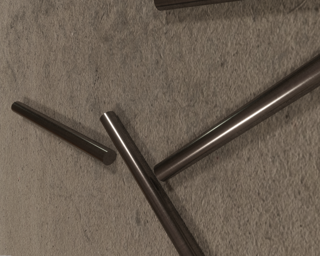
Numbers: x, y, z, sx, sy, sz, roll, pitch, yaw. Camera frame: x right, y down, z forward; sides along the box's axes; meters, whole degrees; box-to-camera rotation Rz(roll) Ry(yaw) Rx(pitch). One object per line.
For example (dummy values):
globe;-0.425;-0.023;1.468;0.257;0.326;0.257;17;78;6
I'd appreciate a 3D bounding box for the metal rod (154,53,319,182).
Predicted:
metal rod;0.101;-0.018;0.320;0.299;0.025;0.025;-38;67;33

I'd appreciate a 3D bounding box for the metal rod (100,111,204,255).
metal rod;-0.002;0.095;0.404;0.025;0.025;0.299;-49;61;28

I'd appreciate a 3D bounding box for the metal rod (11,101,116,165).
metal rod;-0.186;0.000;0.555;0.300;0.025;0.025;22;104;37

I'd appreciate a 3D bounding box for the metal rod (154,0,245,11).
metal rod;0.115;-0.145;0.308;0.300;0.025;0.025;10;97;39
